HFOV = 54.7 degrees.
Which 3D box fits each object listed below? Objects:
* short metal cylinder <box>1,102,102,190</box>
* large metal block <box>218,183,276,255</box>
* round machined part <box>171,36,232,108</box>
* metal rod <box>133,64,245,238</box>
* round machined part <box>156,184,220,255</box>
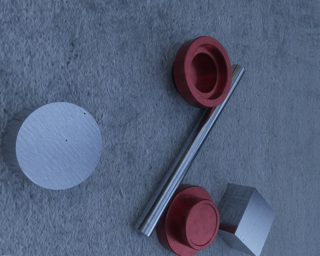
[{"bbox_3d":[-0.104,0.016,0.301,0.081,0.050,0.080,0,90,-40],"label":"short metal cylinder"},{"bbox_3d":[0.135,0.148,0.502,0.080,0.050,0.080,48,62,-29],"label":"large metal block"},{"bbox_3d":[0.055,-0.077,0.439,0.099,0.042,0.097,0,90,-40],"label":"round machined part"},{"bbox_3d":[0.053,0.017,0.448,0.025,0.025,0.301,49,61,-29],"label":"metal rod"},{"bbox_3d":[0.045,0.130,0.432,0.099,0.042,0.097,0,90,-40],"label":"round machined part"}]
